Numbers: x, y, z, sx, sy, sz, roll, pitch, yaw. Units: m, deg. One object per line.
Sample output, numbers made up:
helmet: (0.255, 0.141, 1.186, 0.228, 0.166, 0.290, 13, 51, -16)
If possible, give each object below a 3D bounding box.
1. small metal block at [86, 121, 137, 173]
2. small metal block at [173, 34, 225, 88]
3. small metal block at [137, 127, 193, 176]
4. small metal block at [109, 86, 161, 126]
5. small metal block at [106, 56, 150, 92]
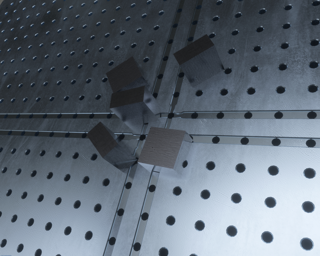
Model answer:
small metal block: (-0.063, 0.025, 0.408, 0.025, 0.050, 0.050, -43, 51, -2)
small metal block: (0.053, -0.089, 0.418, 0.050, 0.050, 0.025, -29, 52, 9)
small metal block: (0.007, 0.028, 0.386, 0.050, 0.025, 0.050, 7, 65, 31)
small metal block: (-0.033, -0.029, 0.426, 0.050, 0.050, 0.025, -10, 58, 22)
small metal block: (-0.051, -0.075, 0.479, 0.050, 0.025, 0.050, -31, 52, 8)
